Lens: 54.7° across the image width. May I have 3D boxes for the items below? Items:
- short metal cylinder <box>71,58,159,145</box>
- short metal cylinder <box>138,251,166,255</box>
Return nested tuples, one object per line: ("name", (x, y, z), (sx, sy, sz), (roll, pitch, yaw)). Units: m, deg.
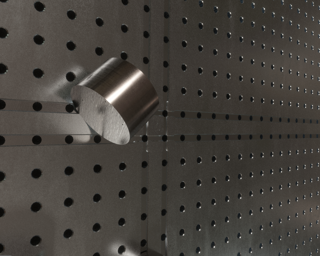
("short metal cylinder", (-0.048, -0.028, 0.334), (0.050, 0.080, 0.080), (-48, 119, -29))
("short metal cylinder", (-0.003, 0.205, 0.393), (0.081, 0.050, 0.079), (0, 90, -40))
